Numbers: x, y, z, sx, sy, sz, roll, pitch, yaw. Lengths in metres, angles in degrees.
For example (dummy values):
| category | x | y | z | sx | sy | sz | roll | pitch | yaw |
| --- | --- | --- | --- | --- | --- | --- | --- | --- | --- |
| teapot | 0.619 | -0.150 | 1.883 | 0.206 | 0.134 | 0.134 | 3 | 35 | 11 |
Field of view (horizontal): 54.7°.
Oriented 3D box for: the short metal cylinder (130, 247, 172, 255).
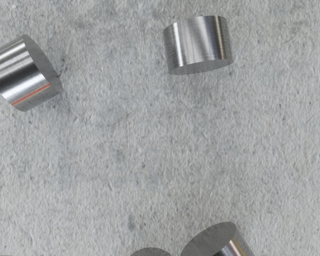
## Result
| category | x | y | z | sx | sy | sz | roll | pitch | yaw |
| --- | --- | --- | --- | --- | --- | --- | --- | --- | --- |
| short metal cylinder | -0.012 | 0.203 | 0.398 | 0.081 | 0.050 | 0.079 | 0 | 90 | -1 |

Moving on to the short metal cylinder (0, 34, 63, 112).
| category | x | y | z | sx | sy | sz | roll | pitch | yaw |
| --- | --- | --- | --- | --- | --- | --- | --- | --- | --- |
| short metal cylinder | -0.165 | -0.067 | 0.380 | 0.050 | 0.080 | 0.080 | -29 | 90 | 0 |

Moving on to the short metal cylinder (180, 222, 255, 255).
| category | x | y | z | sx | sy | sz | roll | pitch | yaw |
| --- | --- | --- | --- | --- | --- | --- | --- | --- | --- |
| short metal cylinder | 0.073 | 0.162 | 0.384 | 0.080 | 0.080 | 0.050 | -32 | 90 | 0 |

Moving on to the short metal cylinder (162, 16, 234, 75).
| category | x | y | z | sx | sy | sz | roll | pitch | yaw |
| --- | --- | --- | --- | --- | --- | --- | --- | --- | --- |
| short metal cylinder | 0.047 | -0.099 | 0.383 | 0.081 | 0.080 | 0.050 | -9 | 90 | 0 |
